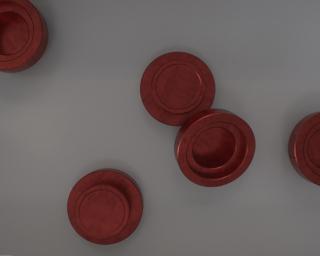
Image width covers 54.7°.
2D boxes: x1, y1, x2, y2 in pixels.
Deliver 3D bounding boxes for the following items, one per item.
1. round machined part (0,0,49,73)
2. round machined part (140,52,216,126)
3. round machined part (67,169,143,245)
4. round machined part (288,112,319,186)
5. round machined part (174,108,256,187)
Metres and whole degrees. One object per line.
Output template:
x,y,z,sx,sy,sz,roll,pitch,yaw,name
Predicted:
-0.194,-0.120,0.401,0.099,0.042,0.097,0,90,0,round machined part
0.023,-0.051,0.403,0.099,0.042,0.097,0,90,0,round machined part
-0.072,0.104,0.402,0.099,0.042,0.097,0,90,0,round machined part
0.216,0.026,0.404,0.099,0.042,0.097,0,90,0,round machined part
0.066,0.022,0.393,0.099,0.042,0.097,-3,109,-9,round machined part
